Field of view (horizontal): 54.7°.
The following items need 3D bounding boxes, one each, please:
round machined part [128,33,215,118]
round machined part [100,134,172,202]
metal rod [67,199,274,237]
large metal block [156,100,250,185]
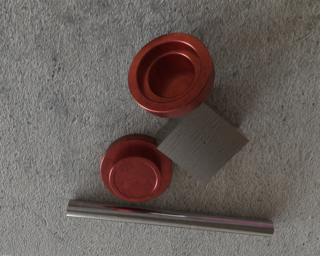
[{"bbox_3d":[0.016,-0.058,0.362,0.098,0.042,0.098,-7,71,20],"label":"round machined part"},{"bbox_3d":[-0.032,0.061,0.423,0.099,0.042,0.097,0,110,-1],"label":"round machined part"},{"bbox_3d":[0.017,0.134,0.459,0.302,0.025,0.025,7,110,-3],"label":"metal rod"},{"bbox_3d":[0.052,0.012,0.402,0.080,0.050,0.080,38,105,-13],"label":"large metal block"}]
